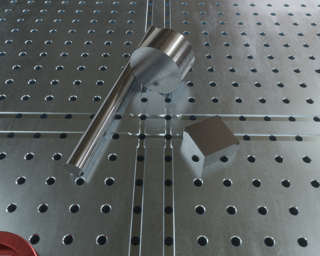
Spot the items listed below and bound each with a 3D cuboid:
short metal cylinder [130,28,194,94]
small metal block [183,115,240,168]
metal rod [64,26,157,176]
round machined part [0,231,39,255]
[{"bbox_3d":[0.004,-0.097,0.454,0.080,0.080,0.050,20,53,16],"label":"short metal cylinder"},{"bbox_3d":[0.064,0.016,0.395,0.050,0.025,0.050,-21,53,-17],"label":"small metal block"},{"bbox_3d":[-0.056,-0.060,0.457,0.025,0.025,0.300,14,51,11],"label":"metal rod"},{"bbox_3d":[-0.150,0.146,0.272,0.099,0.042,0.098,0,50,0],"label":"round machined part"}]
